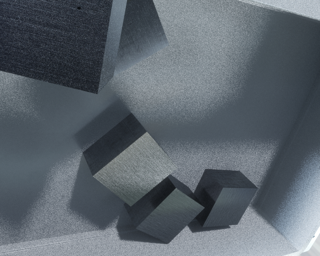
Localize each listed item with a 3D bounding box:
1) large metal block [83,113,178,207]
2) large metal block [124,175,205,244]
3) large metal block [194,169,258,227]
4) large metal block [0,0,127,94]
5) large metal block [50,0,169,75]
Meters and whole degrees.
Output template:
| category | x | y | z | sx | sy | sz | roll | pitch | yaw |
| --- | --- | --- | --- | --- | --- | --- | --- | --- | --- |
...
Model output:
| category | x | y | z | sx | sy | sz | roll | pitch | yaw |
| --- | --- | --- | --- | --- | --- | --- | --- | --- | --- |
| large metal block | -0.037 | 0.042 | 0.399 | 0.080 | 0.050 | 0.080 | -40 | 130 | -2 |
| large metal block | 0.007 | 0.119 | 0.472 | 0.080 | 0.050 | 0.080 | -46 | 130 | 4 |
| large metal block | 0.105 | 0.118 | 0.526 | 0.081 | 0.050 | 0.079 | 8 | 114 | -32 |
| large metal block | -0.069 | -0.076 | 0.207 | 0.080 | 0.050 | 0.079 | 14 | 113 | -2 |
| large metal block | -0.051 | -0.091 | 0.290 | 0.080 | 0.080 | 0.050 | -32 | 129 | -8 |
